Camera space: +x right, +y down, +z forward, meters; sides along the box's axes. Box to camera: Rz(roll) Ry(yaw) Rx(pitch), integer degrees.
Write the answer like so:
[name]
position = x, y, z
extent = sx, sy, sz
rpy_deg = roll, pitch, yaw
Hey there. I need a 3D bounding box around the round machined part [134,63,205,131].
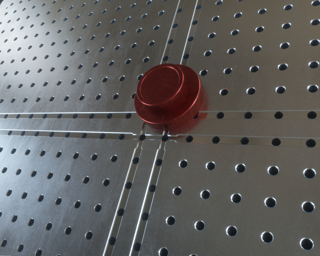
[round machined part]
position = 0.007, -0.049, 0.422
extent = 0.098, 0.042, 0.098
rpy_deg = -13, 56, 20
